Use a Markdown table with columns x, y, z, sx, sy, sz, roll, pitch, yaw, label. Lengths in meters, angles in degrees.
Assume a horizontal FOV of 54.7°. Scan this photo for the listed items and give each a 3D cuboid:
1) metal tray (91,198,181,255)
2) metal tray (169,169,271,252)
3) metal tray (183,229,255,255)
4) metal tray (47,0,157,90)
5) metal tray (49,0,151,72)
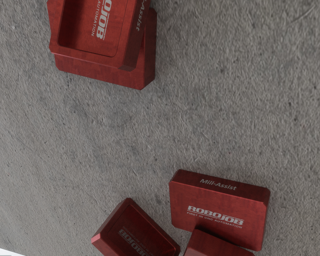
| x | y | z | sx | sy | sz | roll | pitch | yaw | label |
| --- | --- | --- | --- | --- | --- | --- | --- | --- | --- |
| -0.035 | 0.189 | 0.500 | 0.130 | 0.090 | 0.030 | 46 | 129 | -4 | metal tray |
| 0.080 | 0.113 | 0.432 | 0.130 | 0.030 | 0.089 | 9 | 123 | 23 | metal tray |
| 0.079 | 0.209 | 0.469 | 0.090 | 0.030 | 0.129 | 21 | 140 | 11 | metal tray |
| -0.070 | -0.105 | 0.376 | 0.130 | 0.030 | 0.089 | 16 | 125 | 19 | metal tray |
| -0.058 | -0.131 | 0.317 | 0.090 | 0.030 | 0.129 | 16 | 99 | 19 | metal tray |
